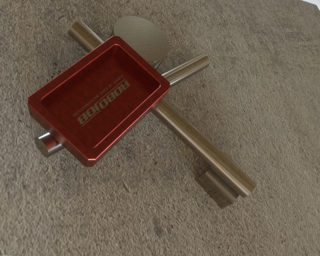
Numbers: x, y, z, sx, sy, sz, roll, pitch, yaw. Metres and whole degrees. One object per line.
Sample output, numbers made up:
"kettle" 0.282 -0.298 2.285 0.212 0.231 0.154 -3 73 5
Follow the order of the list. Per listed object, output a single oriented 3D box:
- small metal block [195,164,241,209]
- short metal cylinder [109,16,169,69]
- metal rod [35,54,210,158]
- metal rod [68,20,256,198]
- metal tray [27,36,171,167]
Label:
"small metal block" 0.083 0.069 0.410 0.050 0.025 0.050 47 51 5
"short metal cylinder" -0.034 -0.110 0.439 0.081 0.050 0.080 14 56 -21
"metal rod" -0.026 -0.045 0.420 0.302 0.025 0.025 -34 81 -38
"metal rod" 0.002 -0.025 0.391 0.300 0.025 0.025 43 51 1
"metal tray" -0.062 -0.033 0.340 0.090 0.030 0.131 43 62 2
